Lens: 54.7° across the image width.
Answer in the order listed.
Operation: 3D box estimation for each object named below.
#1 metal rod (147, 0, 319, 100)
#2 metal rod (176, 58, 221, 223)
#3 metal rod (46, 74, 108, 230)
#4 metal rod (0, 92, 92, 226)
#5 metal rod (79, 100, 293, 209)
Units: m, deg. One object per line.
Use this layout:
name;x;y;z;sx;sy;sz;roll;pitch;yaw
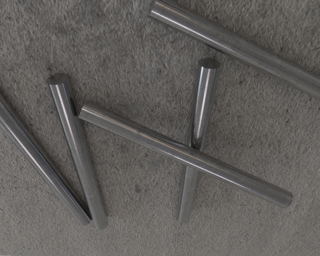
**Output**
metal rod;0.128;-0.070;0.348;0.302;0.025;0.025;20;127;-17
metal rod;0.048;0.041;0.442;0.025;0.025;0.298;2;130;-2
metal rod;-0.111;0.057;0.454;0.025;0.025;0.298;-2;130;2
metal rod;-0.171;0.051;0.448;0.025;0.025;0.299;-12;129;10
metal rod;0.040;0.038;0.406;0.301;0.025;0.025;24;126;-9
